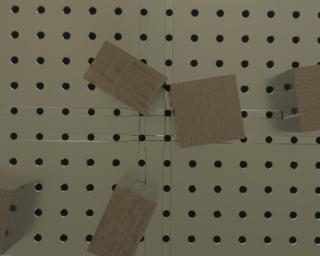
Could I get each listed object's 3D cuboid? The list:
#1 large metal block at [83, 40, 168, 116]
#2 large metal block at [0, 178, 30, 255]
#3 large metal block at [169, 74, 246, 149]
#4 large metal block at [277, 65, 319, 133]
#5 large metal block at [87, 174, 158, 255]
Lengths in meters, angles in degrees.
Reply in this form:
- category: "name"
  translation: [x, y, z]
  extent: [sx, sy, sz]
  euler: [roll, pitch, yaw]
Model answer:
- category: "large metal block"
  translation: [-0.039, -0.056, 0.385]
  extent: [0.080, 0.080, 0.050]
  euler: [31, 90, -1]
- category: "large metal block"
  translation: [-0.225, 0.108, 0.398]
  extent: [0.080, 0.050, 0.080]
  euler: [9, 90, -1]
- category: "large metal block"
  translation: [0.058, -0.021, 0.402]
  extent: [0.081, 0.050, 0.080]
  euler: [-9, 90, -1]
- category: "large metal block"
  translation: [0.208, -0.039, 0.404]
  extent: [0.081, 0.050, 0.080]
  euler: [-8, 90, -1]
- category: "large metal block"
  translation: [-0.043, 0.111, 0.385]
  extent: [0.050, 0.080, 0.080]
  euler: [24, 90, -1]
